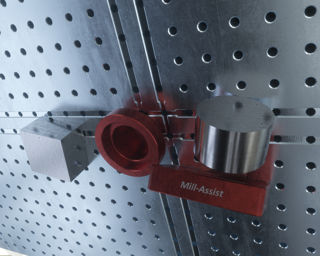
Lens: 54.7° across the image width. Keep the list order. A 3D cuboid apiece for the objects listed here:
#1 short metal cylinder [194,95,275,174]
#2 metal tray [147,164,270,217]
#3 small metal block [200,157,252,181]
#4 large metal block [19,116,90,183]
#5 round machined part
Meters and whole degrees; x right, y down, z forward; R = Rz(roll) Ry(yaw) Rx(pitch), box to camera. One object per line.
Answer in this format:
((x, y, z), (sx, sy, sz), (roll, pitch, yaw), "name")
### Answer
((0.078, 0.004, 0.337), (0.080, 0.080, 0.050), (13, 124, 20), "short metal cylinder")
((0.062, 0.071, 0.379), (0.130, 0.090, 0.030), (9, 87, 23), "metal tray")
((0.082, 0.039, 0.372), (0.050, 0.050, 0.025), (14, 103, 20), "small metal block")
((-0.169, 0.033, 0.502), (0.080, 0.050, 0.079), (11, 123, 22), "large metal block")
((-0.037, 0.016, 0.428), (0.098, 0.042, 0.097), (13, 124, 20), "round machined part")
